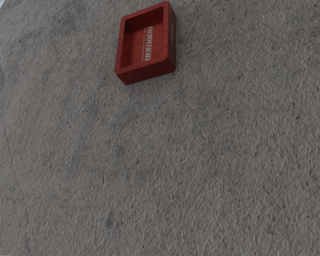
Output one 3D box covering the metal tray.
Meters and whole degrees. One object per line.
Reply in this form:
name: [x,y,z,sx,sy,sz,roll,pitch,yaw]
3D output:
metal tray: [-0.022,-0.137,0.497,0.090,0.030,0.130,-12,56,21]
